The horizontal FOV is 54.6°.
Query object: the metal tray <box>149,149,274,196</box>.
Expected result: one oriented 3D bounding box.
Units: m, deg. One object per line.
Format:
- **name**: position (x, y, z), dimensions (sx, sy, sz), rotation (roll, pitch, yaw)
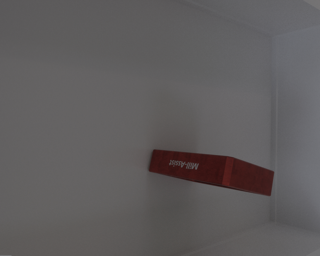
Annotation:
- **metal tray**: position (0.060, 0.054, 0.388), dimensions (0.091, 0.130, 0.030), rotation (20, 78, -38)
